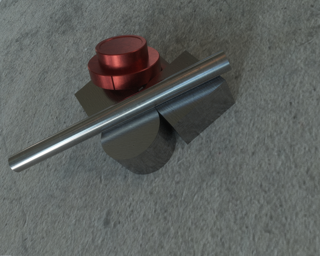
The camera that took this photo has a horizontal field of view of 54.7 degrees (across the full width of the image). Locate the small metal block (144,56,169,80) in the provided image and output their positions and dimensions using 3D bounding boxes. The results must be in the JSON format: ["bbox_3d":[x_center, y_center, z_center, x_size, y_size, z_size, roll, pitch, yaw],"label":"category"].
[{"bbox_3d":[-0.001,-0.068,0.445,0.050,0.025,0.050,-40,51,0],"label":"small metal block"}]

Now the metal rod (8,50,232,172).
[{"bbox_3d":[-0.058,-0.015,0.379,0.301,0.025,0.025,-25,53,12],"label":"metal rod"}]

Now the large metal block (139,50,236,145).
[{"bbox_3d":[0.034,-0.040,0.395,0.080,0.050,0.080,-41,51,0],"label":"large metal block"}]

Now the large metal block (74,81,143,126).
[{"bbox_3d":[-0.063,-0.039,0.443,0.080,0.050,0.080,-41,51,0],"label":"large metal block"}]

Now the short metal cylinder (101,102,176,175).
[{"bbox_3d":[-0.027,0.013,0.393,0.080,0.050,0.080,-13,56,20],"label":"short metal cylinder"}]

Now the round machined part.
[{"bbox_3d":[-0.049,-0.094,0.420,0.099,0.042,0.098,-4,37,3],"label":"round machined part"}]
